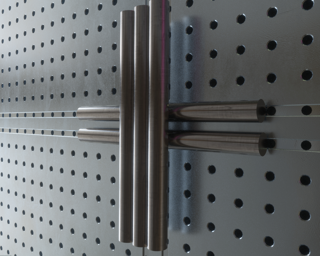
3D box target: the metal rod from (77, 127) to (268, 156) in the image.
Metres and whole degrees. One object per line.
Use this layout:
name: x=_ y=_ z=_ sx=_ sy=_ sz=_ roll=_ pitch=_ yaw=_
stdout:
metal rod: x=-0.009 y=0.014 z=0.415 sx=0.300 sy=0.025 sz=0.025 roll=1 pitch=91 yaw=39

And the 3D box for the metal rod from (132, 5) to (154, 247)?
metal rod: x=-0.021 y=-0.002 z=0.393 sx=0.025 sy=0.025 sz=0.298 roll=1 pitch=91 yaw=39

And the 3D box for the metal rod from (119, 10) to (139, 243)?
metal rod: x=-0.041 y=-0.002 z=0.409 sx=0.025 sy=0.025 sz=0.298 roll=1 pitch=91 yaw=39

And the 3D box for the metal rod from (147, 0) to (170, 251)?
metal rod: x=-0.002 y=-0.004 z=0.377 sx=0.025 sy=0.025 sz=0.298 roll=1 pitch=91 yaw=39

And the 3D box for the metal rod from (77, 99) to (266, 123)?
metal rod: x=-0.011 y=-0.021 z=0.417 sx=0.300 sy=0.025 sz=0.025 roll=1 pitch=91 yaw=39
